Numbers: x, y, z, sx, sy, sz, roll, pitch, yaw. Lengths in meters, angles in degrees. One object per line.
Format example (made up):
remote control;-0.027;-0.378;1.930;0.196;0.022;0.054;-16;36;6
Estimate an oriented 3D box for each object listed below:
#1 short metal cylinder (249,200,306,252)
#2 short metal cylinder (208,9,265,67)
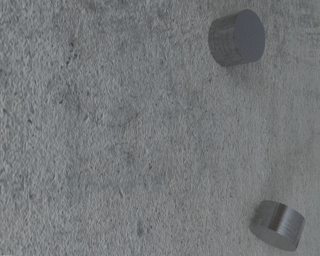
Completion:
short metal cylinder;0.205;0.171;0.541;0.080;0.080;0.050;49;61;-29
short metal cylinder;0.122;-0.140;0.490;0.081;0.050;0.080;0;90;-40
